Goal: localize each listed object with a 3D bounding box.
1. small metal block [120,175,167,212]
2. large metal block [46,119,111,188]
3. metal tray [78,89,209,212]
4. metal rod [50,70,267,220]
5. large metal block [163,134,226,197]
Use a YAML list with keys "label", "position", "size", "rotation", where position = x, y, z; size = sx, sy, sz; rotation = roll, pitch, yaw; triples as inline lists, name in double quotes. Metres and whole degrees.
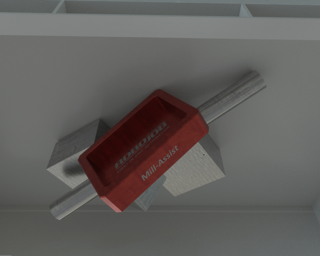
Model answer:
- label: "small metal block"
  position: [-0.028, 0.071, 0.387]
  size: [0.050, 0.050, 0.025]
  rotation: [6, 143, 46]
- label: "large metal block"
  position: [-0.091, 0.046, 0.426]
  size: [0.080, 0.050, 0.080]
  rotation: [-27, 126, 20]
- label: "metal tray"
  position: [-0.022, 0.019, 0.345]
  size: [0.130, 0.090, 0.030]
  rotation: [-42, 126, -8]
- label: "metal rod"
  position: [-0.007, 0.024, 0.379]
  size: [0.300, 0.025, 0.025]
  rotation: [-33, 124, 7]
- label: "large metal block"
  position: [0.032, 0.040, 0.426]
  size: [0.080, 0.050, 0.080]
  rotation: [-27, 126, 20]
